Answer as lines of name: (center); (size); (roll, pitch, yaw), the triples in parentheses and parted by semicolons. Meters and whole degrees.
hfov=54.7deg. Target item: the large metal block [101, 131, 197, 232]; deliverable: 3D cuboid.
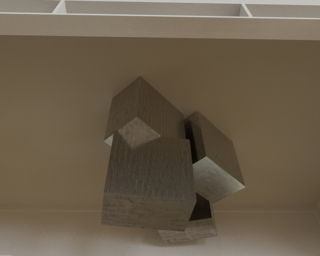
large metal block: (-0.012, 0.052, 0.312); (0.081, 0.080, 0.050); (7, 130, -6)

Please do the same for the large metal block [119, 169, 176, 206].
large metal block: (-0.013, 0.064, 0.427); (0.081, 0.080, 0.050); (2, 130, -2)

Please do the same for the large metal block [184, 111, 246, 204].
large metal block: (0.060, 0.039, 0.405); (0.050, 0.080, 0.080); (-36, 124, 26)

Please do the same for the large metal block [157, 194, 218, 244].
large metal block: (0.040, 0.124, 0.480); (0.080, 0.080, 0.050); (-12, 129, 10)

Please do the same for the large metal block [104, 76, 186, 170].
large metal block: (-0.015, -0.002, 0.371); (0.050, 0.080, 0.080); (-35, 122, 26)
